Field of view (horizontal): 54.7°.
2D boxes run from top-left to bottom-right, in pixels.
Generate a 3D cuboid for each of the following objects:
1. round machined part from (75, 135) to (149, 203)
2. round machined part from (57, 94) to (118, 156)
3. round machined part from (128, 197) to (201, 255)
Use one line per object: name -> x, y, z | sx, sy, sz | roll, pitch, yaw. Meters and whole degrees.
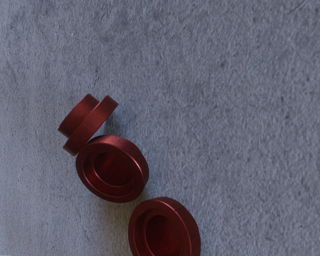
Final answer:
round machined part -> -0.061, 0.051, 0.423 | 0.098, 0.042, 0.097 | 9, 121, 15
round machined part -> -0.107, -0.010, 0.440 | 0.042, 0.098, 0.098 | 40, 121, -9
round machined part -> 0.010, 0.134, 0.384 | 0.098, 0.042, 0.097 | 0, 90, 39
